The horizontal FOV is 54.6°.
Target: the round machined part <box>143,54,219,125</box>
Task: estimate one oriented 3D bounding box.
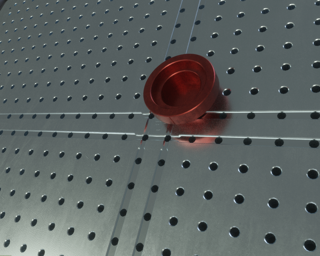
[{"bbox_3d":[0.031,-0.047,0.411,0.098,0.042,0.098,-13,56,21],"label":"round machined part"}]
